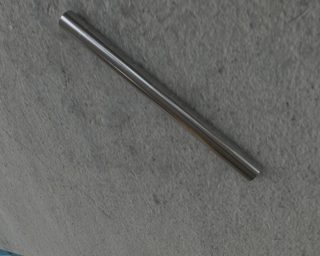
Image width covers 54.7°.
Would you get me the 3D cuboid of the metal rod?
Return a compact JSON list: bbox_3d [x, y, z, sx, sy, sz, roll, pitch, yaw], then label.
[{"bbox_3d":[0.000,-0.040,0.380,0.300,0.025,0.025,39,129,1],"label":"metal rod"}]
